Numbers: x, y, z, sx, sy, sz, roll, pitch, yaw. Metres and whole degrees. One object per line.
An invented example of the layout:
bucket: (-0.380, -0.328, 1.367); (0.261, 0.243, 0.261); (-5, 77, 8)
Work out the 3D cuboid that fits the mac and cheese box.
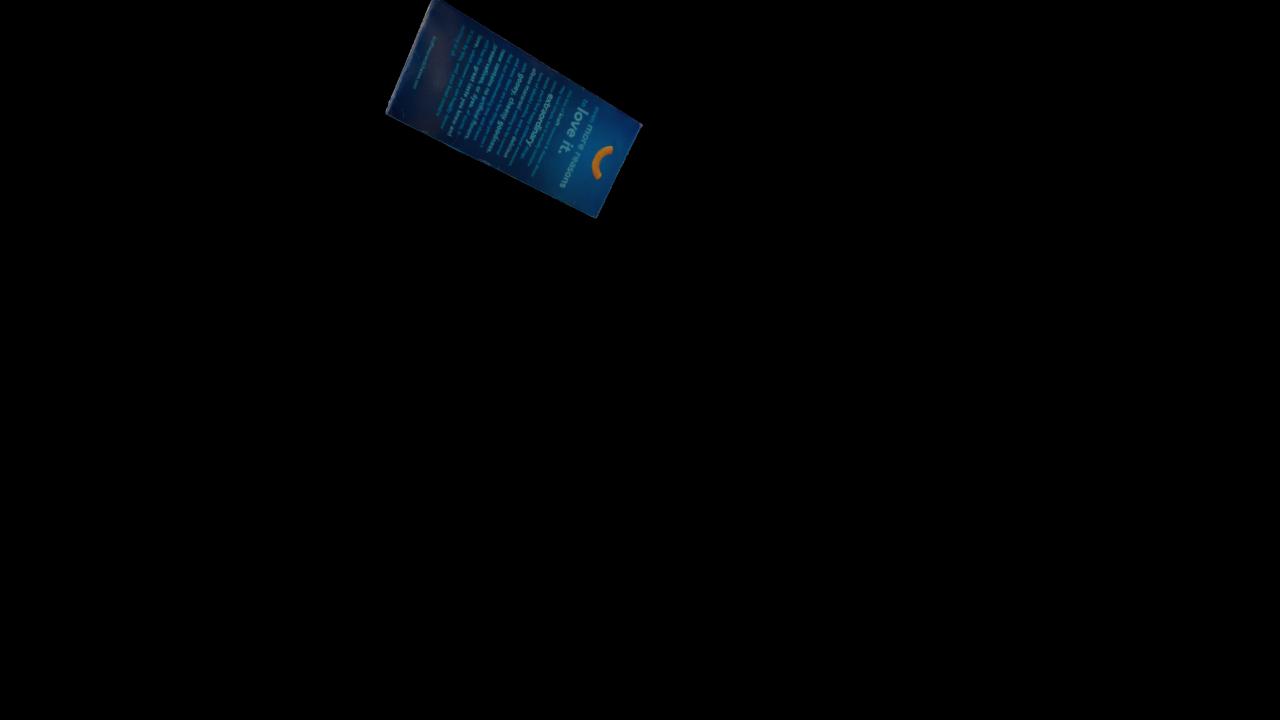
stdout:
mac and cheese box: (-0.098, -0.198, 0.503); (0.184, 0.093, 0.041); (21, 12, -30)
